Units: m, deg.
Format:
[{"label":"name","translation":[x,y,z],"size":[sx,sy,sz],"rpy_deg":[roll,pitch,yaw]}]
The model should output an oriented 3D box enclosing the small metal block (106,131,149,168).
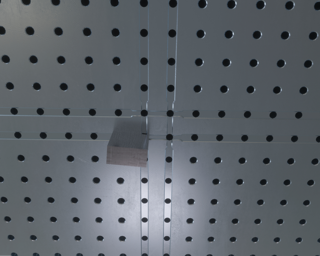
[{"label":"small metal block","translation":[-0.041,0.027,0.410],"size":[0.050,0.050,0.025],"rpy_deg":[6,110,-2]}]
